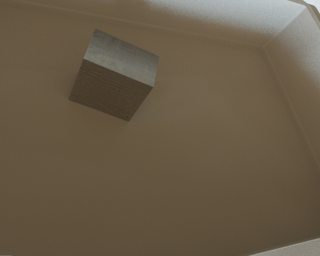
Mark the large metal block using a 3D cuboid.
[{"bbox_3d":[-0.057,-0.060,0.378,0.080,0.080,0.050,20,54,-17],"label":"large metal block"}]
